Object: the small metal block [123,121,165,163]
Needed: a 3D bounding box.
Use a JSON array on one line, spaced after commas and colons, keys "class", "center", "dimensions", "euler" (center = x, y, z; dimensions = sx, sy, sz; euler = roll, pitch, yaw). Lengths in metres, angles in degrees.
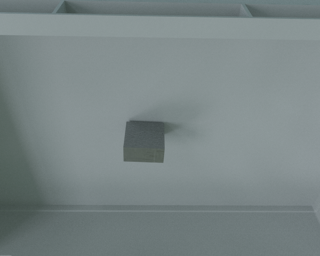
[{"class": "small metal block", "center": [-0.020, 0.018, 0.403], "dimensions": [0.050, 0.050, 0.025], "euler": [2, 130, -3]}]
